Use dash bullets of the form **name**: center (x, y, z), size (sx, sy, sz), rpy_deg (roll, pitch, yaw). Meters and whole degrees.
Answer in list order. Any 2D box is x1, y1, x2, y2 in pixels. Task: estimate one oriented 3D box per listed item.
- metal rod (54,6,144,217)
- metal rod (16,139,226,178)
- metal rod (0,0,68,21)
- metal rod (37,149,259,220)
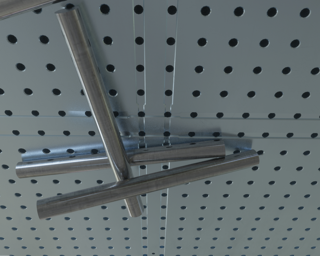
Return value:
- **metal rod**: center (-0.065, 0.004, 0.390), size (0.025, 0.025, 0.298), rpy_deg (-9, 123, 7)
- **metal rod**: center (-0.059, 0.045, 0.449), size (0.302, 0.025, 0.025), rpy_deg (-7, 130, 5)
- **metal rod**: center (-0.069, -0.140, 0.291), size (0.301, 0.025, 0.025), rpy_deg (-12, 129, 10)
- **metal rod**: center (-0.006, 0.073, 0.419), size (0.302, 0.025, 0.025), rpy_deg (-12, 131, -13)
